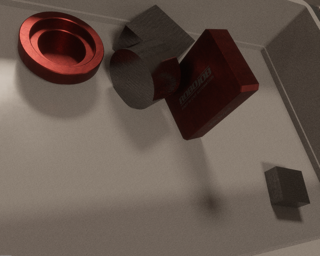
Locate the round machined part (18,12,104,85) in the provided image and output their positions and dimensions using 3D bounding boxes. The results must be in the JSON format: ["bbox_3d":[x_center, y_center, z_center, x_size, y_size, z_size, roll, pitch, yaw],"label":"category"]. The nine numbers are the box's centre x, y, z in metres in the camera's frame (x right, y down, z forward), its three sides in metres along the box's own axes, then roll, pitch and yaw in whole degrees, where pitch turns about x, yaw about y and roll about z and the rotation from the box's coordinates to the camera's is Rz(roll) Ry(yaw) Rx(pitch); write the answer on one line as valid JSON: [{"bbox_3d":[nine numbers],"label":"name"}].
[{"bbox_3d":[-0.124,-0.094,0.386,0.099,0.042,0.098,14,56,-21],"label":"round machined part"}]

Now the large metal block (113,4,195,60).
[{"bbox_3d":[-0.008,-0.124,0.460,0.080,0.050,0.080,42,51,-3],"label":"large metal block"}]

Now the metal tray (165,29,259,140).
[{"bbox_3d":[0.057,-0.052,0.402,0.030,0.129,0.090,-11,68,-33],"label":"metal tray"}]

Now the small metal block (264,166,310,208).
[{"bbox_3d":[0.186,0.087,0.455,0.050,0.025,0.050,12,57,-22],"label":"small metal block"}]

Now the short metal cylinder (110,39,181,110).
[{"bbox_3d":[-0.020,-0.070,0.404,0.050,0.080,0.080,-33,80,-38],"label":"short metal cylinder"}]
